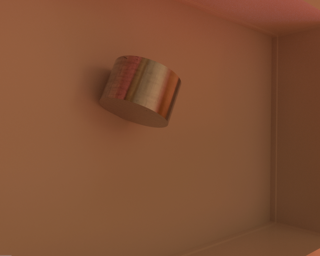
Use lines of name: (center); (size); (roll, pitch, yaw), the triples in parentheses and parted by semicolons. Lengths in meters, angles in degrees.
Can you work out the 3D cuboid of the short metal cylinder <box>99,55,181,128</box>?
short metal cylinder: (-0.021, -0.039, 0.352); (0.080, 0.080, 0.050); (29, 72, -36)
